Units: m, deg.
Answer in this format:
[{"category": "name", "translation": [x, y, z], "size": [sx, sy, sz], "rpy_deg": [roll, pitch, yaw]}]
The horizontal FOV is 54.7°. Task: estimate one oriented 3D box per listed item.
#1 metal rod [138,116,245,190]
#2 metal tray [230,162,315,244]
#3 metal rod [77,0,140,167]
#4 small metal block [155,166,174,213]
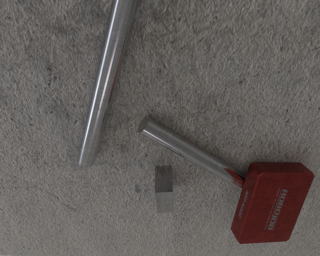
[{"category": "metal rod", "translation": [0.097, 0.065, 0.463], "size": [0.301, 0.025, 0.025], "rpy_deg": [31, 124, -24]}, {"category": "metal tray", "translation": [0.168, 0.115, 0.471], "size": [0.091, 0.030, 0.129], "rpy_deg": [2, 114, -14]}, {"category": "metal rod", "translation": [-0.060, -0.061, 0.354], "size": [0.025, 0.025, 0.298], "rpy_deg": [14, 129, -12]}, {"category": "small metal block", "translation": [0.007, 0.093, 0.470], "size": [0.025, 0.050, 0.050], "rpy_deg": [-3, 130, 3]}]
